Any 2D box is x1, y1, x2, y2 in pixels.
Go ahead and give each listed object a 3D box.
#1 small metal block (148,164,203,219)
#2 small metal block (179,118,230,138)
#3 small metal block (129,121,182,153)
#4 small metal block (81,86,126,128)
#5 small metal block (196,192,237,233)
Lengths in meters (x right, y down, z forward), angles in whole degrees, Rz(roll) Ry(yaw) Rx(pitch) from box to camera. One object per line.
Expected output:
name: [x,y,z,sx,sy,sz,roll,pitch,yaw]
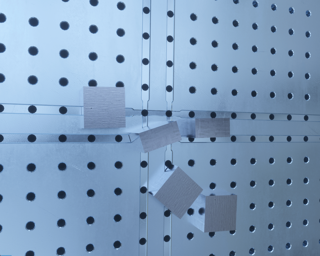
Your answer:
small metal block: [0.021,0.085,0.420,0.050,0.025,0.050,44,76,-15]
small metal block: [0.060,0.000,0.421,0.050,0.050,0.025,-1,91,-20]
small metal block: [-0.007,0.010,0.396,0.050,0.050,0.025,-19,97,-19]
small metal block: [-0.071,-0.025,0.386,0.050,0.025,0.050,-1,91,-20]
small metal block: [0.081,0.119,0.442,0.050,0.025,0.050,3,89,-20]
